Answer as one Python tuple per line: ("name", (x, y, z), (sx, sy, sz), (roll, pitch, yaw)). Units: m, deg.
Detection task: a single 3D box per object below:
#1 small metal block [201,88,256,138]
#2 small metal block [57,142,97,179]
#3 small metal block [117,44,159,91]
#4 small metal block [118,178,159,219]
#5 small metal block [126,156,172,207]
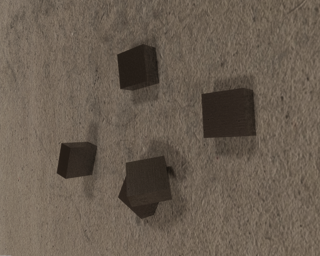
("small metal block", (0.075, -0.015, 0.342), (0.050, 0.025, 0.050), (-5, 87, 39))
("small metal block", (-0.132, 0.050, 0.495), (0.025, 0.050, 0.050), (19, 102, 38))
("small metal block", (-0.031, -0.082, 0.428), (0.050, 0.025, 0.050), (-10, 84, 39))
("small metal block", (-0.025, 0.086, 0.424), (0.050, 0.025, 0.050), (33, 110, 35))
("small metal block", (-0.014, 0.066, 0.386), (0.050, 0.025, 0.050), (-11, 46, 2))
